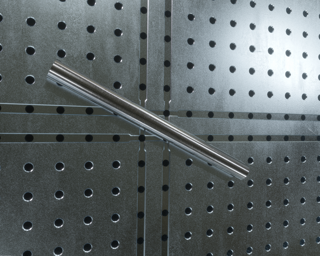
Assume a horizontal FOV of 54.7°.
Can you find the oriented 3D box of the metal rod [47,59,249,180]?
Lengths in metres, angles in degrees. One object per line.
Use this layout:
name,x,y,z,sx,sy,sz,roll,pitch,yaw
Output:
metal rod,-0.002,-0.003,0.413,0.301,0.025,0.025,28,81,-18
